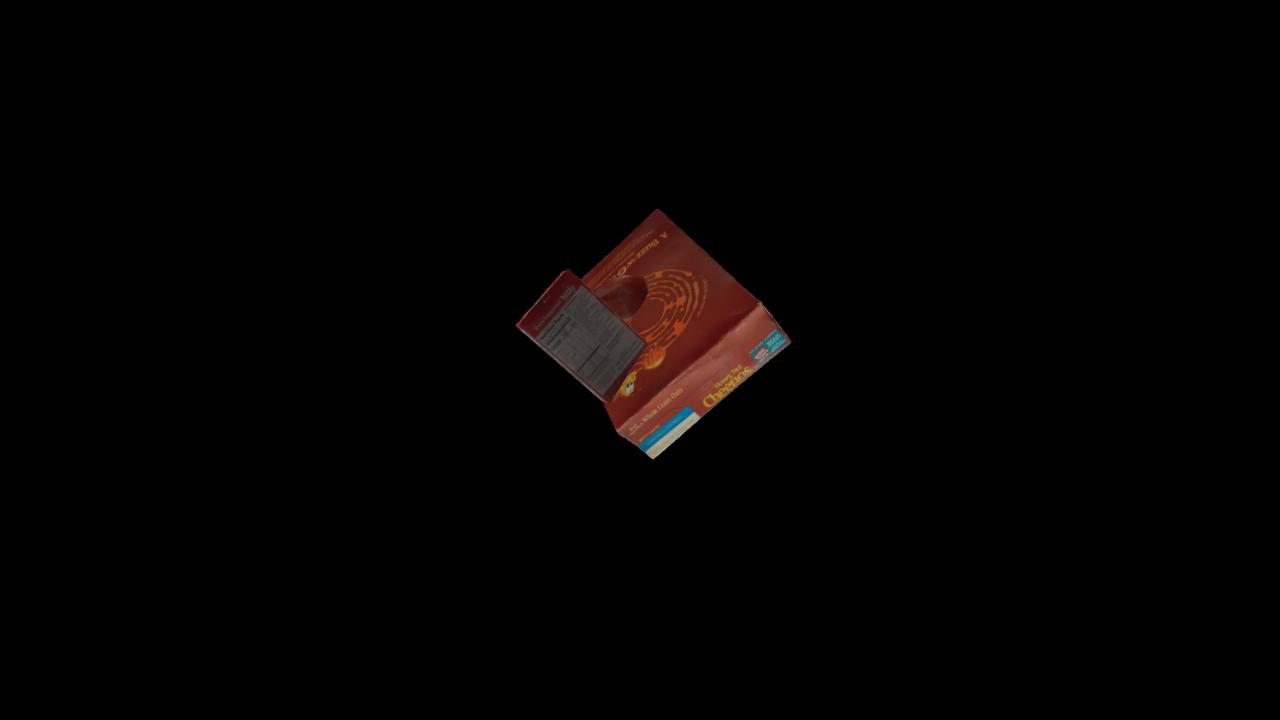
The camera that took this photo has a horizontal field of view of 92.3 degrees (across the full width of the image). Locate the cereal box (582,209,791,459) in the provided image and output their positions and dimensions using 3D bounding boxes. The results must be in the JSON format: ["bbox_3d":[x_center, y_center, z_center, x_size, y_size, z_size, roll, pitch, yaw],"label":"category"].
[{"bbox_3d":[0.021,-0.048,0.762,0.081,0.203,0.306,42,9,-37],"label":"cereal box"}]

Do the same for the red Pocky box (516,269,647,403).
[{"bbox_3d":[-0.051,-0.018,0.674,0.155,0.083,0.028,43,-11,-17],"label":"red Pocky box"}]

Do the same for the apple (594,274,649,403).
[{"bbox_3d":[-0.018,-0.067,0.766,0.093,0.079,0.079,-12,-1,5],"label":"apple"}]
